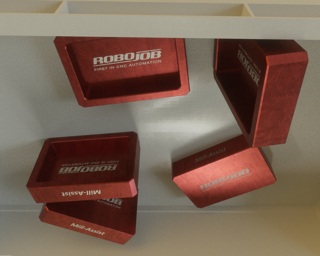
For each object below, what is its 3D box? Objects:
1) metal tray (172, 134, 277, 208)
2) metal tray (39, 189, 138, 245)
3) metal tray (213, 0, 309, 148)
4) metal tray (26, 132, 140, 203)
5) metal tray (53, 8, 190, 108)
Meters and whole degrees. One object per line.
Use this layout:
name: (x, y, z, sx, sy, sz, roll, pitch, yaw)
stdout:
metal tray: (0.095, 0.067, 0.464, 0.130, 0.030, 0.090, -25, 126, 19)
metal tray: (-0.098, 0.109, 0.458, 0.131, 0.090, 0.030, 24, 126, -19)
metal tray: (0.084, -0.056, 0.291, 0.030, 0.130, 0.089, -8, 130, -4)
metal tray: (-0.094, 0.049, 0.407, 0.131, 0.090, 0.030, -4, 130, 3)
metal tray: (-0.037, -0.074, 0.342, 0.131, 0.030, 0.090, -7, 130, 5)
